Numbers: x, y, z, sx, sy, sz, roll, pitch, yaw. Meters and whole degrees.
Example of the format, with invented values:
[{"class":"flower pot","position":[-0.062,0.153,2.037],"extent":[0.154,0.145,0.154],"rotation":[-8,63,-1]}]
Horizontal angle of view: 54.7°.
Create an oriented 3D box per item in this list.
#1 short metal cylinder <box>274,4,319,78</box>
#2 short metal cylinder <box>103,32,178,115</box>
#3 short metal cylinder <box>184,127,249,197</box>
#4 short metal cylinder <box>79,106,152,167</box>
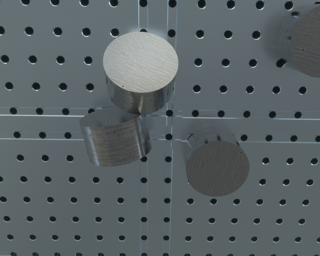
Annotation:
[{"class":"short metal cylinder","position":[0.183,-0.103,0.364],"extent":[0.081,0.050,0.079],"rotation":[0,110,0]},{"class":"short metal cylinder","position":[-0.022,-0.062,0.355],"extent":[0.081,0.050,0.080],"rotation":[2,65,-4]},{"class":"short metal cylinder","position":[0.073,0.045,0.417],"extent":[0.081,0.050,0.079],"rotation":[0,110,0]},{"class":"short metal cylinder","position":[-0.054,0.007,0.386],"extent":[0.080,0.080,0.050],"rotation":[-8,110,3]}]
